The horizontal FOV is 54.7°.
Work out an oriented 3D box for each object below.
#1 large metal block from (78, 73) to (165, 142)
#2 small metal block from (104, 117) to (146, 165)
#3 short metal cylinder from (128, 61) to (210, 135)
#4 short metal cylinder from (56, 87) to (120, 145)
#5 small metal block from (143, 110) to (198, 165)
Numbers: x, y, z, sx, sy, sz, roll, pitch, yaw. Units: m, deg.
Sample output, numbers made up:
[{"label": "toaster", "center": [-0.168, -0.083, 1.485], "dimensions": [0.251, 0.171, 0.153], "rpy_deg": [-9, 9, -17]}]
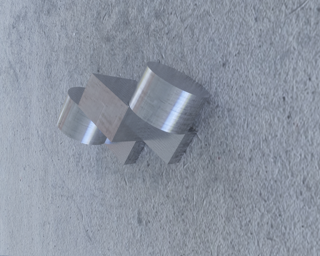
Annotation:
[{"label": "large metal block", "center": [-0.046, -0.026, 0.410], "dimensions": [0.080, 0.081, 0.050], "rpy_deg": [42, 115, 31]}, {"label": "small metal block", "center": [-0.048, 0.017, 0.447], "dimensions": [0.050, 0.025, 0.050], "rpy_deg": [43, 116, 31]}, {"label": "short metal cylinder", "center": [0.010, -0.036, 0.362], "dimensions": [0.080, 0.081, 0.050], "rpy_deg": [43, 116, 31]}, {"label": "short metal cylinder", "center": [-0.105, -0.019, 0.457], "dimensions": [0.080, 0.081, 0.050], "rpy_deg": [43, 116, 31]}, {"label": "small metal block", "center": [0.012, 0.011, 0.397], "dimensions": [0.050, 0.025, 0.050], "rpy_deg": [43, 116, 31]}]
